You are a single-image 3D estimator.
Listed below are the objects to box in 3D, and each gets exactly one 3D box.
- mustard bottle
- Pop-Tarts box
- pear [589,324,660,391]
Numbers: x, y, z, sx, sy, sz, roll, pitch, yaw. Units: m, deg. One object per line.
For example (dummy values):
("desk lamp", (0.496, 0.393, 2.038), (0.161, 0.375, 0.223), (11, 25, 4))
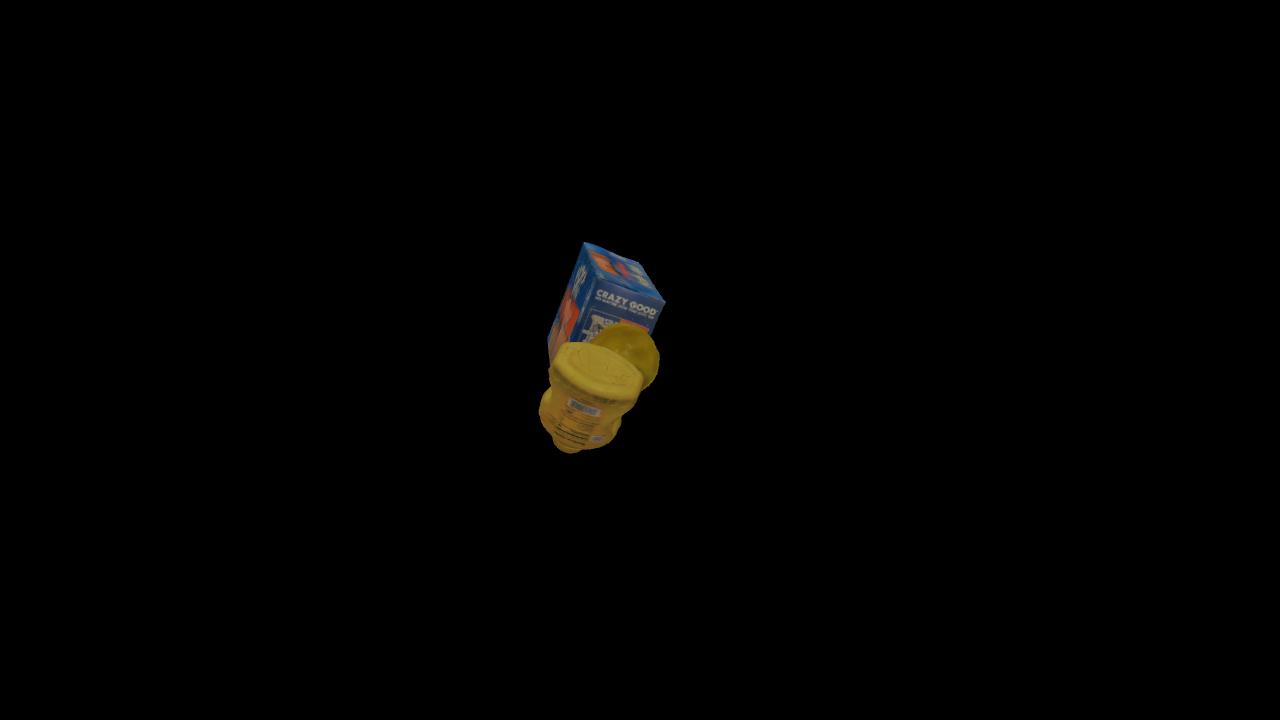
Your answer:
("mustard bottle", (-0.062, 0.054, 0.656), (0.092, 0.054, 0.184), (18, -35, -7))
("Pop-Tarts box", (-0.048, -0.046, 0.734), (0.083, 0.141, 0.167), (18, 19, -18))
("pear", (-0.028, -0.012, 0.650), (0.080, 0.080, 0.111), (0, 34, -25))
